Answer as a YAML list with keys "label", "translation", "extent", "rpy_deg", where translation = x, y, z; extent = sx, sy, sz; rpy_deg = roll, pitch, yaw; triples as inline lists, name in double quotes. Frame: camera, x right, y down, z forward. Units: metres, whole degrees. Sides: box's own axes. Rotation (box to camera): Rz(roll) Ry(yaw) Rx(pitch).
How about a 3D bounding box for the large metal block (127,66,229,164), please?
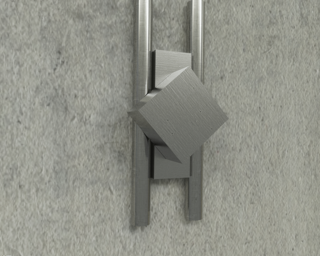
- label: "large metal block"
  translation: [0.021, -0.015, 0.377]
  extent: [0.080, 0.050, 0.080]
  rpy_deg: [-43, 104, -15]

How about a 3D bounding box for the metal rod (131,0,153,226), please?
- label: "metal rod"
  translation: [-0.023, -0.025, 0.403]
  extent: [0.025, 0.025, 0.298]
  rpy_deg: [1, 90, -20]

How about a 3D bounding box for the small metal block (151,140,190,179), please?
- label: "small metal block"
  translation: [0.012, 0.041, 0.415]
  extent: [0.050, 0.025, 0.050]
  rpy_deg: [1, 90, -21]

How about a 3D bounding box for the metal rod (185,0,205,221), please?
- label: "metal rod"
  translation: [0.048, -0.024, 0.430]
  extent: [0.025, 0.025, 0.298]
  rpy_deg: [1, 90, -20]

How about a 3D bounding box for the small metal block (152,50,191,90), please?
- label: "small metal block"
  translation: [0.013, -0.075, 0.415]
  extent: [0.050, 0.025, 0.050]
  rpy_deg: [1, 90, -21]
